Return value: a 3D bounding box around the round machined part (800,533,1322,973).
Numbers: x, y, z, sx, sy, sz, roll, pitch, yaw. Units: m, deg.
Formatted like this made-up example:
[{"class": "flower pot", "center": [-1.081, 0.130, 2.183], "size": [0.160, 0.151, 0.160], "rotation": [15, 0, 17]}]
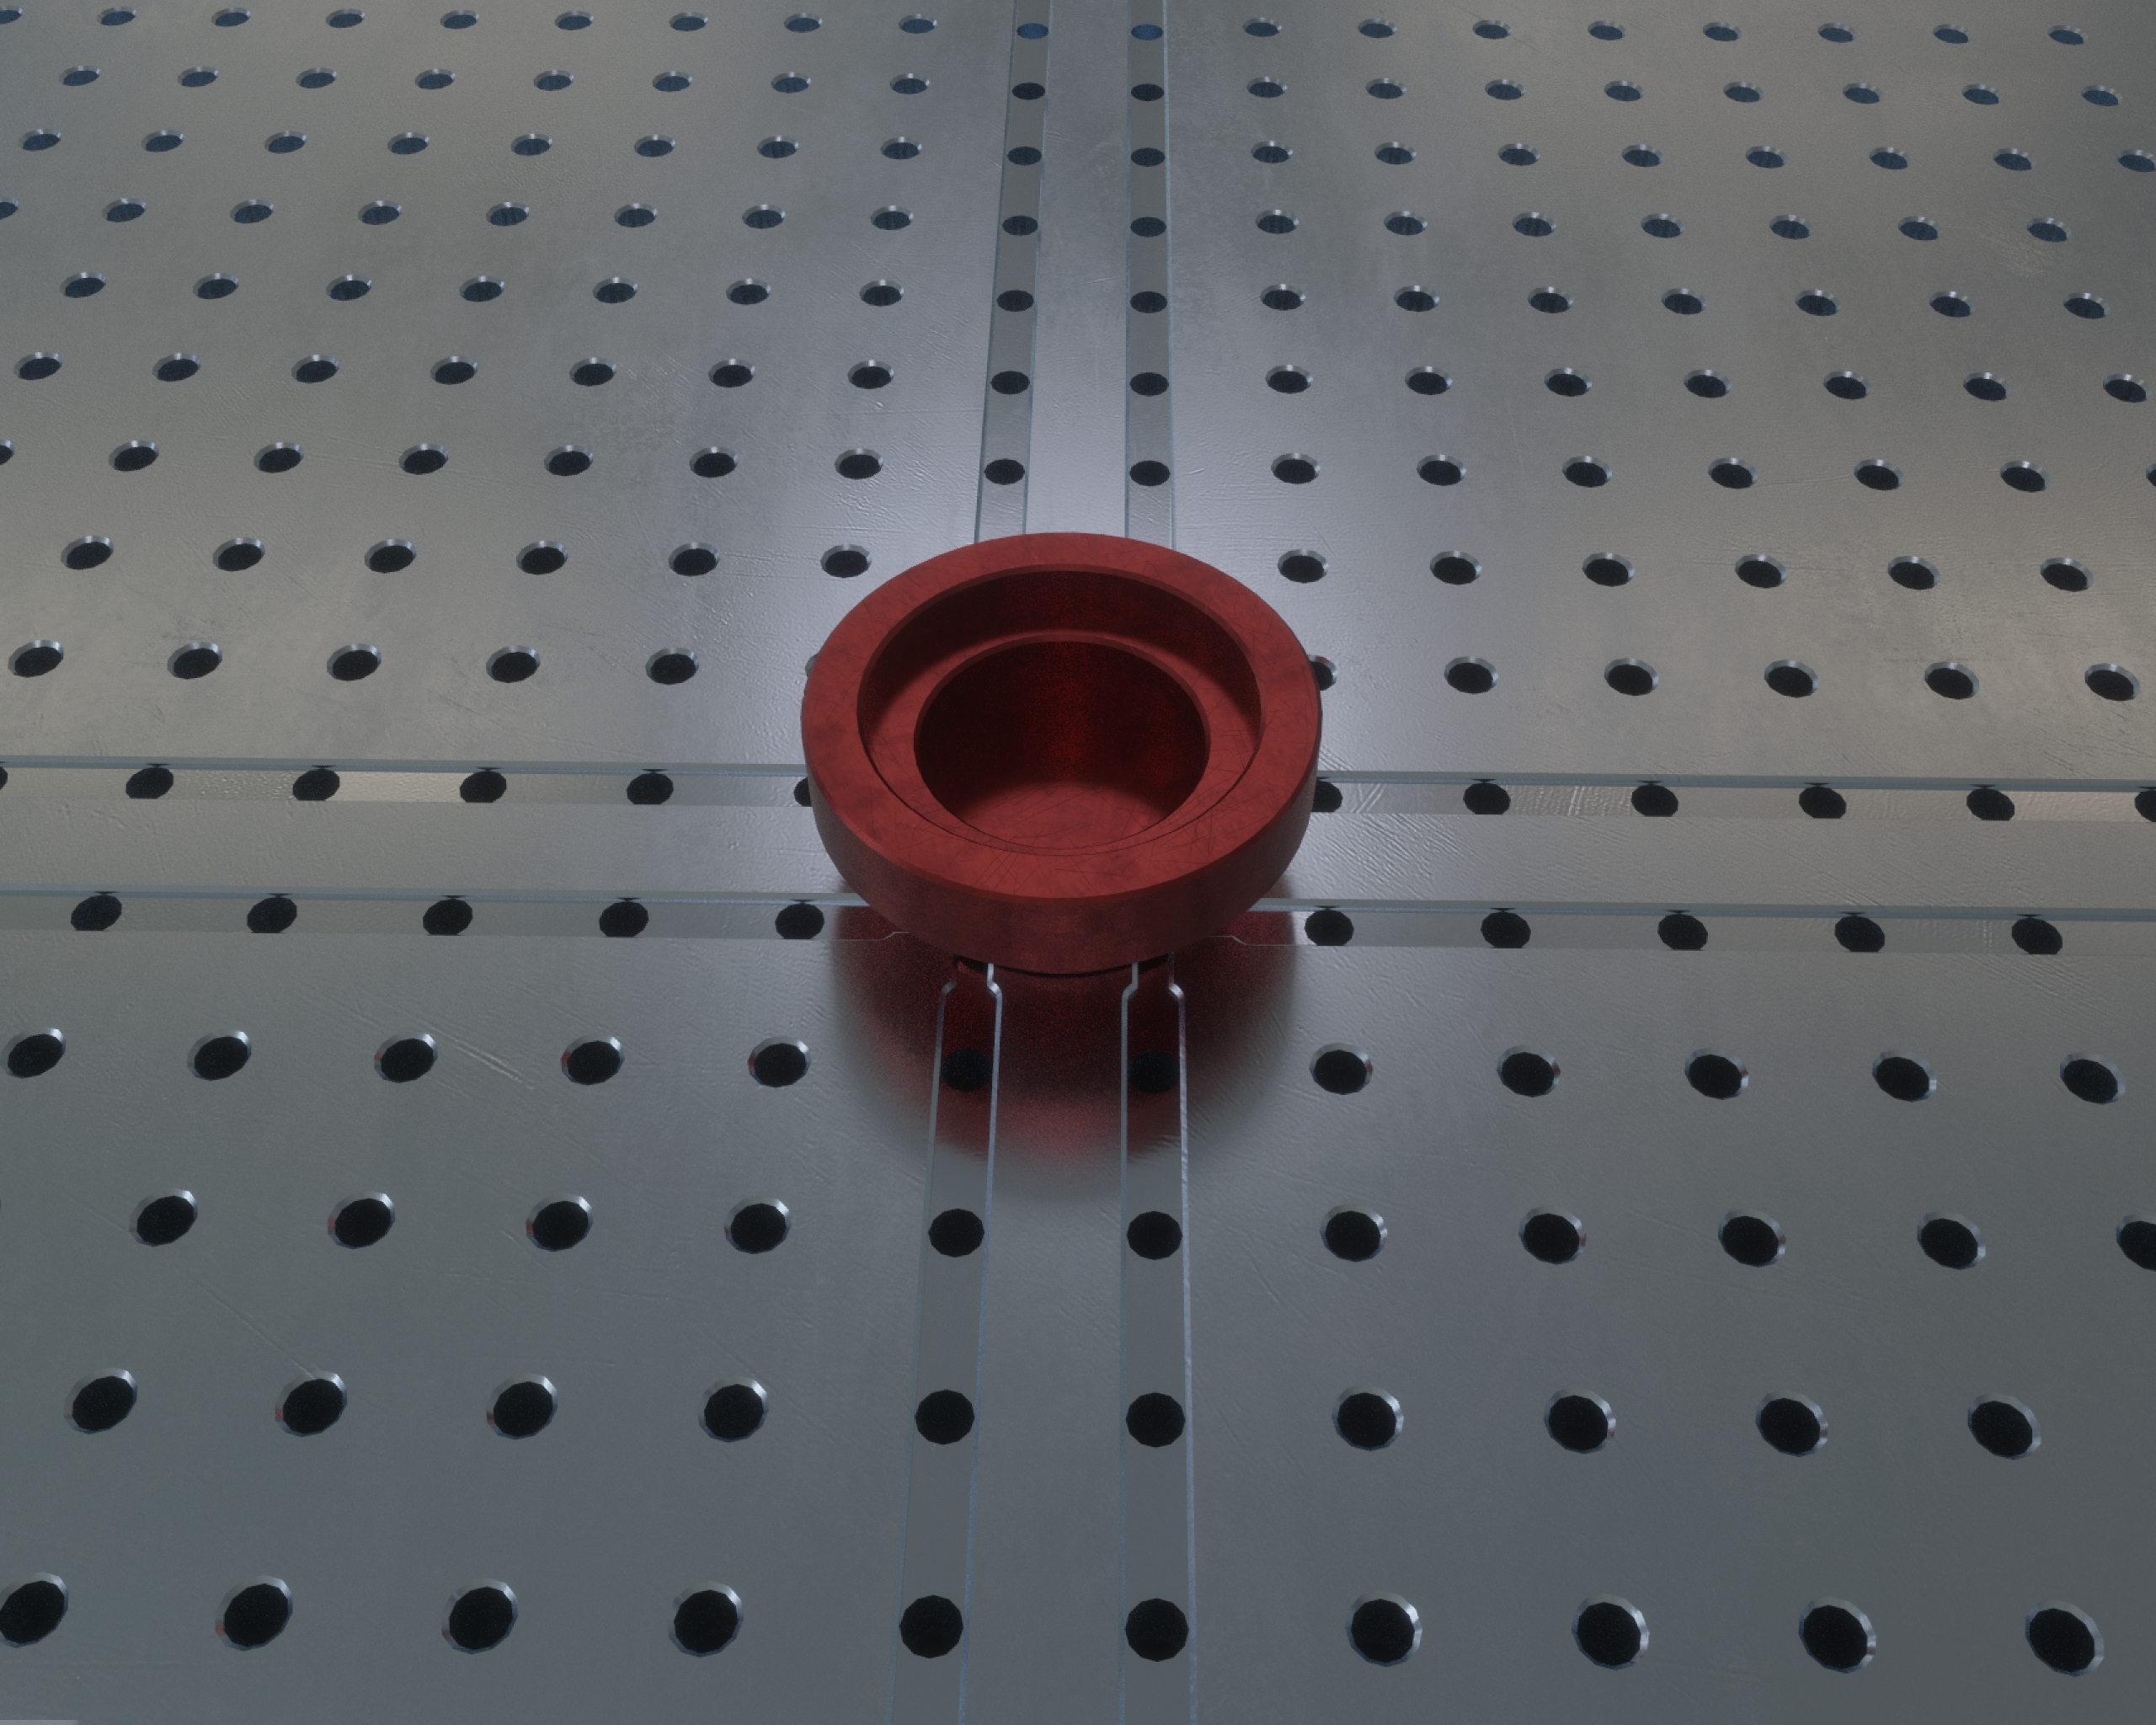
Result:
[{"class": "round machined part", "center": [-0.003, -0.017, 0.410], "size": [0.099, 0.042, 0.098], "rotation": [0, 50, 0]}]
